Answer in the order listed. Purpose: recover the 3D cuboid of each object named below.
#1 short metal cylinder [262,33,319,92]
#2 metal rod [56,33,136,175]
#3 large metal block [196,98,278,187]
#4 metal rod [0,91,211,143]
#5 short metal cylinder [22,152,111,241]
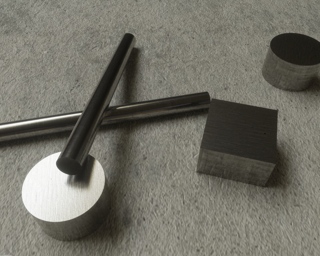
[{"bbox_3d":[0.203,-0.101,0.473,0.081,0.050,0.080,0,50,0],"label":"short metal cylinder"},{"bbox_3d":[-0.070,-0.057,0.414,0.025,0.025,0.300,5,39,4],"label":"metal rod"},{"bbox_3d":[0.093,0.016,0.374,0.080,0.050,0.080,12,51,9],"label":"large metal block"},{"bbox_3d":[-0.080,-0.015,0.414,0.302,0.025,0.025,-10,51,-8],"label":"metal rod"},{"bbox_3d":[-0.095,0.071,0.327,0.081,0.050,0.080,0,50,0],"label":"short metal cylinder"}]
